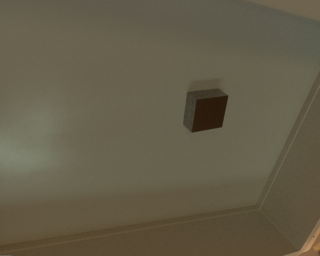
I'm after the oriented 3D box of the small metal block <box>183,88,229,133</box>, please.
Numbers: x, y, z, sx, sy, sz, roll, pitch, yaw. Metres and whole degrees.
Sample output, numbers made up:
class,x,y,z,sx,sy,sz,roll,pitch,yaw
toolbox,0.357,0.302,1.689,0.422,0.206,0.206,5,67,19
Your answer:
class,x,y,z,sx,sy,sz,roll,pitch,yaw
small metal block,0.063,-0.025,0.430,0.050,0.025,0.050,-9,123,-24
